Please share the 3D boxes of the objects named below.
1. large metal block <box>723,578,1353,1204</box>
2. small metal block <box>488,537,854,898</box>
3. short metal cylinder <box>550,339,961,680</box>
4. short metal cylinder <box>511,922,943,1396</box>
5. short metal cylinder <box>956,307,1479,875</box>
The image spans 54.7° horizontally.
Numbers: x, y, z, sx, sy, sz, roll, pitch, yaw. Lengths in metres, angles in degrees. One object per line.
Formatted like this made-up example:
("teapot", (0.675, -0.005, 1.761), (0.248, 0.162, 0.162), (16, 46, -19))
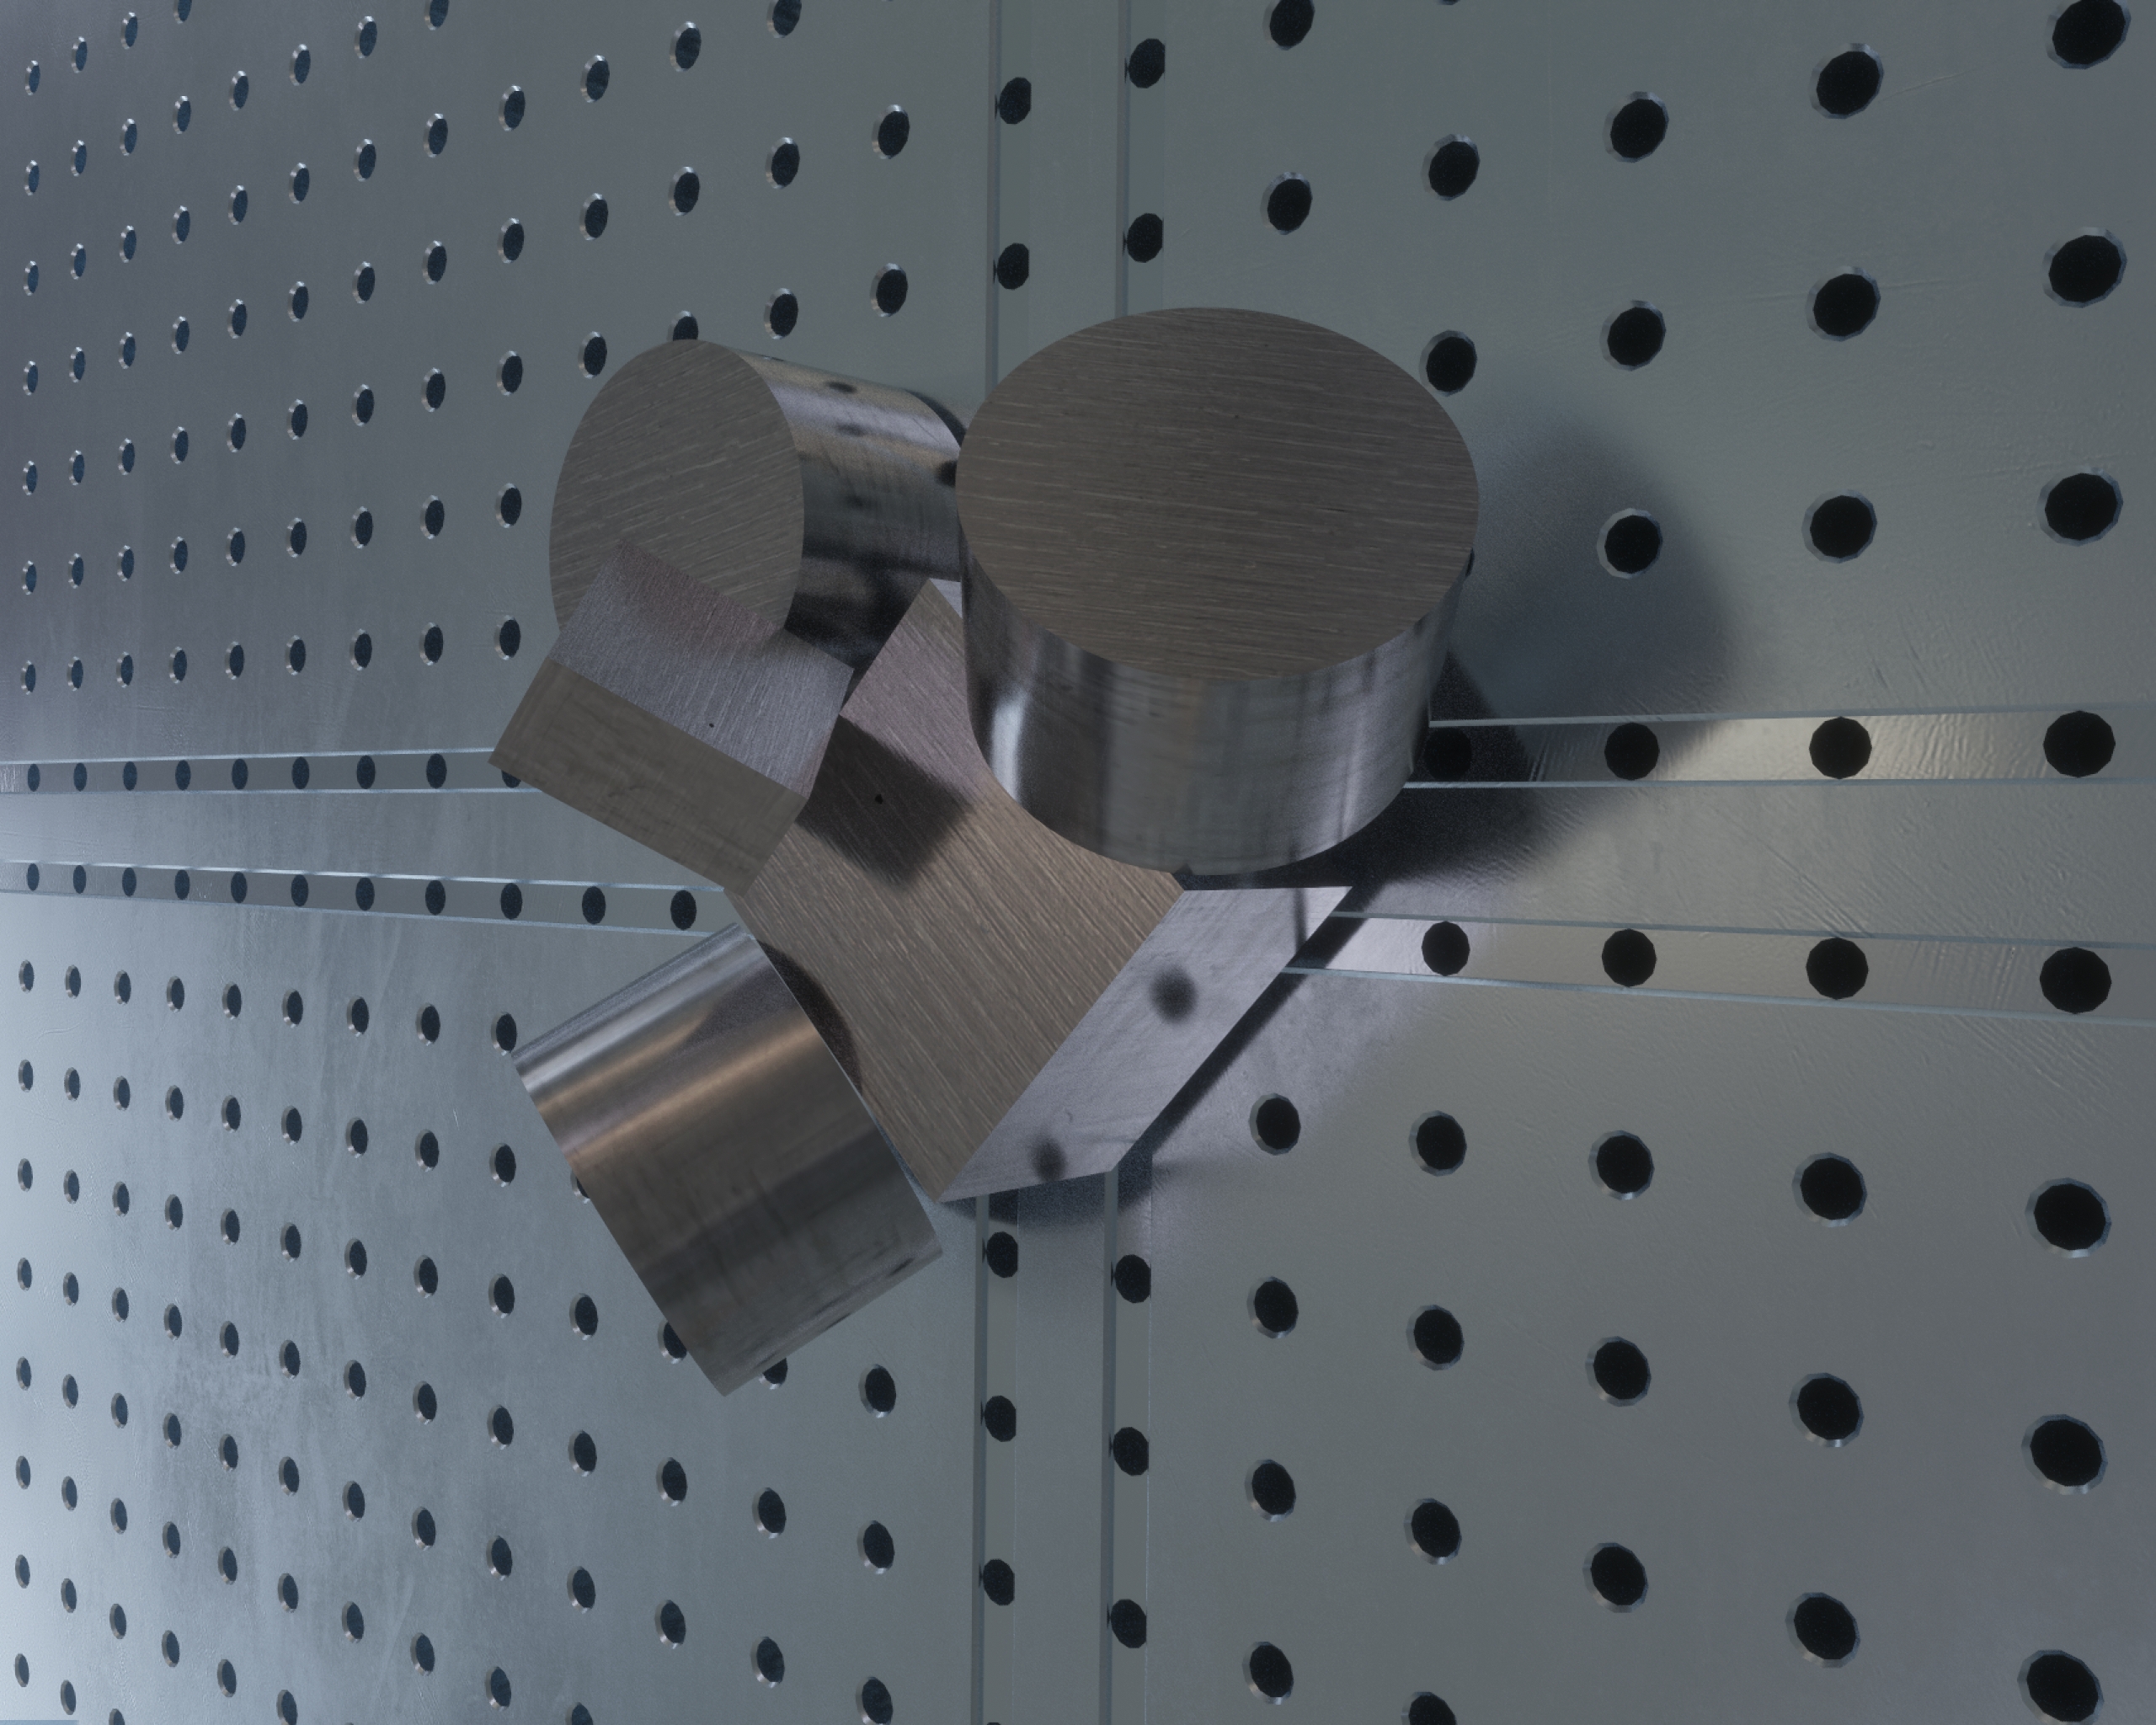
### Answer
("large metal block", (-0.010, 0.005, 0.394), (0.080, 0.050, 0.080), (52, 120, 27))
("small metal block", (-0.073, -0.028, 0.384), (0.025, 0.050, 0.050), (-53, 16, 29))
("short metal cylinder", (-0.067, -0.066, 0.444), (0.080, 0.050, 0.079), (0, 90, 40))
("short metal cylinder", (-0.070, 0.059, 0.419), (0.050, 0.080, 0.080), (-32, 70, -13))
("short metal cylinder", (0.021, -0.045, 0.342), (0.080, 0.081, 0.050), (51, 158, 28))
